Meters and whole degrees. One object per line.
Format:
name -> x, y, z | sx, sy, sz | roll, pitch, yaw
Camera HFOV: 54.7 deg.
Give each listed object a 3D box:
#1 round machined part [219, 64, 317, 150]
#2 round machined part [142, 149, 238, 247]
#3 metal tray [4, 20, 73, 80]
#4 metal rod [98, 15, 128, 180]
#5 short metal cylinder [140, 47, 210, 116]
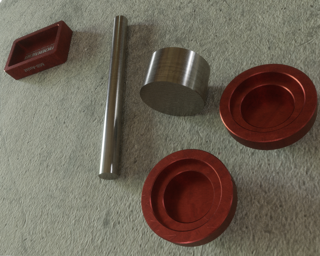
round machined part -> 0.119, -0.019, 0.342 | 0.098, 0.042, 0.098 | -13, 56, 20
round machined part -> 0.033, 0.075, 0.329 | 0.098, 0.042, 0.098 | -13, 56, 20
metal tray -> -0.242, -0.155, 0.619 | 0.130, 0.030, 0.090 | -13, 56, 20
metal rod -> -0.068, -0.065, 0.477 | 0.025, 0.025, 0.299 | -14, 56, 20
short metal cylinder -> 0.020, -0.056, 0.391 | 0.080, 0.080, 0.050 | 0, 62, 28
